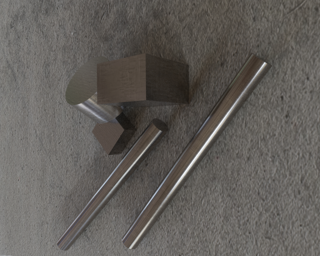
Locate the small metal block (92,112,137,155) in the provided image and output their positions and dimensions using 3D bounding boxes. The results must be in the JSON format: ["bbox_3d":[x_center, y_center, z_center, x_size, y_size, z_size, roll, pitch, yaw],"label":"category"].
[{"bbox_3d":[-0.068,0.004,0.459,0.050,0.025,0.050,49,119,28],"label":"small metal block"}]

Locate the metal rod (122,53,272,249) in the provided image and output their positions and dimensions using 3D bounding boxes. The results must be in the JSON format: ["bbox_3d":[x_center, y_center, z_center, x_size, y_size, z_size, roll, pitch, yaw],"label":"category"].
[{"bbox_3d":[0.031,0.045,0.377,0.025,0.025,0.298,47,117,29],"label":"metal rod"}]

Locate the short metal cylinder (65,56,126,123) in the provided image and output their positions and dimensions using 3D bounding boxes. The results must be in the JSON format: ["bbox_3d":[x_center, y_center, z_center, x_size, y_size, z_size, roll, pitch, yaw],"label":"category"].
[{"bbox_3d":[-0.085,-0.053,0.436,0.080,0.050,0.080,-21,50,27],"label":"short metal cylinder"}]

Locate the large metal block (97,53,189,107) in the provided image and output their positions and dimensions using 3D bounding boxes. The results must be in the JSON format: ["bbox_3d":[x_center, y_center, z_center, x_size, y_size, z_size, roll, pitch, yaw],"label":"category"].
[{"bbox_3d":[-0.020,-0.054,0.384,0.080,0.081,0.050,-1,90,39],"label":"large metal block"}]

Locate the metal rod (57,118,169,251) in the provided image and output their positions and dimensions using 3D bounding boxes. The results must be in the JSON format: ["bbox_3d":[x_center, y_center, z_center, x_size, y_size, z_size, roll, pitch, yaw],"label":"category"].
[{"bbox_3d":[-0.083,0.099,0.470,0.298,0.025,0.025,-51,61,27],"label":"metal rod"}]
